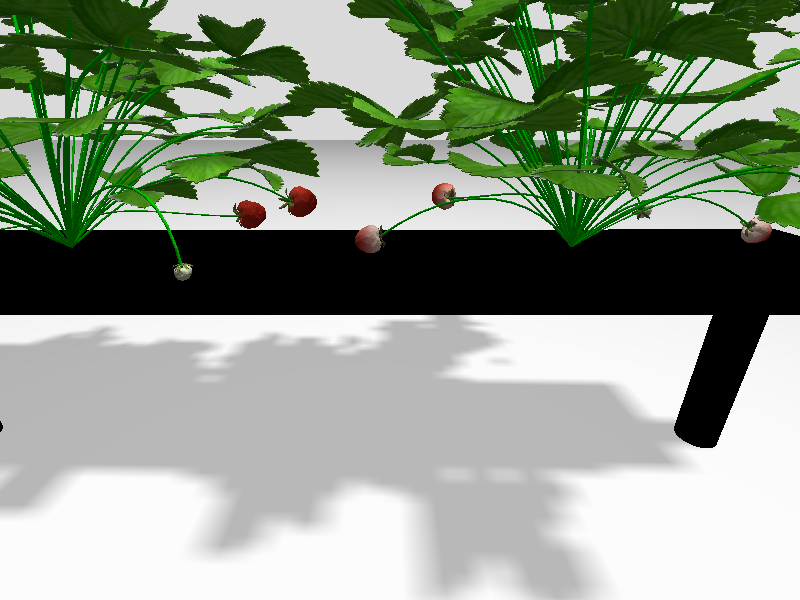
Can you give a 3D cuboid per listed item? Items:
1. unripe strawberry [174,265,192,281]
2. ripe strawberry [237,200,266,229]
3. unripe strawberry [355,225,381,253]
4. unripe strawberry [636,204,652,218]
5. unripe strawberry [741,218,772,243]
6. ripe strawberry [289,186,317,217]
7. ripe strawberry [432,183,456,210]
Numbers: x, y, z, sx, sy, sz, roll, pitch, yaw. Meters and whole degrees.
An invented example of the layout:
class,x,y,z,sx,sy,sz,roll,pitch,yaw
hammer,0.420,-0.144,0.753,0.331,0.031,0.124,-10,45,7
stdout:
class,x,y,z,sx,sy,sz,roll,pitch,yaw
unripe strawberry,-0.139,-0.017,0.257,0.010,0.010,0.011,15,28,31
ripe strawberry,-0.154,-0.090,0.419,0.028,0.030,0.026,-11,26,-25
unripe strawberry,-0.027,-0.051,0.338,0.022,0.023,0.020,-13,24,-1
unripe strawberry,0.286,-0.105,0.469,0.018,0.018,0.016,-9,23,-43
unripe strawberry,0.330,-0.063,0.369,0.024,0.023,0.022,20,20,-13
ripe strawberry,-0.114,-0.115,0.471,0.034,0.035,0.031,-5,22,-36
ripe strawberry,0.056,-0.137,0.527,0.032,0.034,0.035,-12,26,-25
